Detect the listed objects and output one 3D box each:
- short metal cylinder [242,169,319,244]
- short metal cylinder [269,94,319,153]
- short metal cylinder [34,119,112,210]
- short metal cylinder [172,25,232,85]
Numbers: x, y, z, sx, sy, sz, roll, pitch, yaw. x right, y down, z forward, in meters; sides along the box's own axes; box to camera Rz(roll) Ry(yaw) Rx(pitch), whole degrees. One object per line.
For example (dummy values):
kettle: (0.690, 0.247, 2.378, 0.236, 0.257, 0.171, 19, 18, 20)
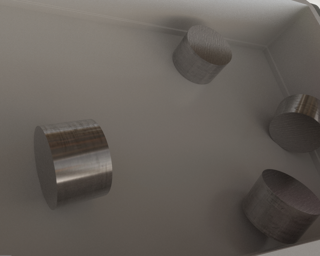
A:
short metal cylinder: (0.153, 0.097, 0.391, 0.080, 0.050, 0.080, 20, 25, -10)
short metal cylinder: (0.222, -0.007, 0.494, 0.080, 0.080, 0.050, 40, 51, -1)
short metal cylinder: (-0.087, 0.034, 0.303, 0.050, 0.080, 0.080, -10, 67, -32)
short metal cylinder: (0.067, -0.117, 0.497, 0.081, 0.050, 0.080, 14, 56, -21)
